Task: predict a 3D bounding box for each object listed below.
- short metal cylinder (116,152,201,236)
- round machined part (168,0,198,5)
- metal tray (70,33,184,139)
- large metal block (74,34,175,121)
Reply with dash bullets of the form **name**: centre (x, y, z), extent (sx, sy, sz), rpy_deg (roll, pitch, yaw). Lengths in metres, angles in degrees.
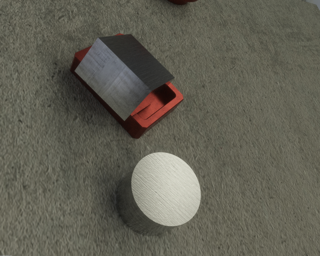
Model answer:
- **short metal cylinder**: centre (-0.003, 0.073, 0.343), extent (0.081, 0.050, 0.080), rpy_deg (14, 56, -21)
- **round machined part**: centre (0.034, -0.270, 0.578), extent (0.099, 0.042, 0.098), rpy_deg (14, 56, -21)
- **metal tray**: centre (-0.042, -0.060, 0.415), extent (0.130, 0.030, 0.091), rpy_deg (47, 51, 4)
- **large metal block**: centre (-0.039, -0.064, 0.372), extent (0.080, 0.050, 0.080), rpy_deg (45, 28, 1)
